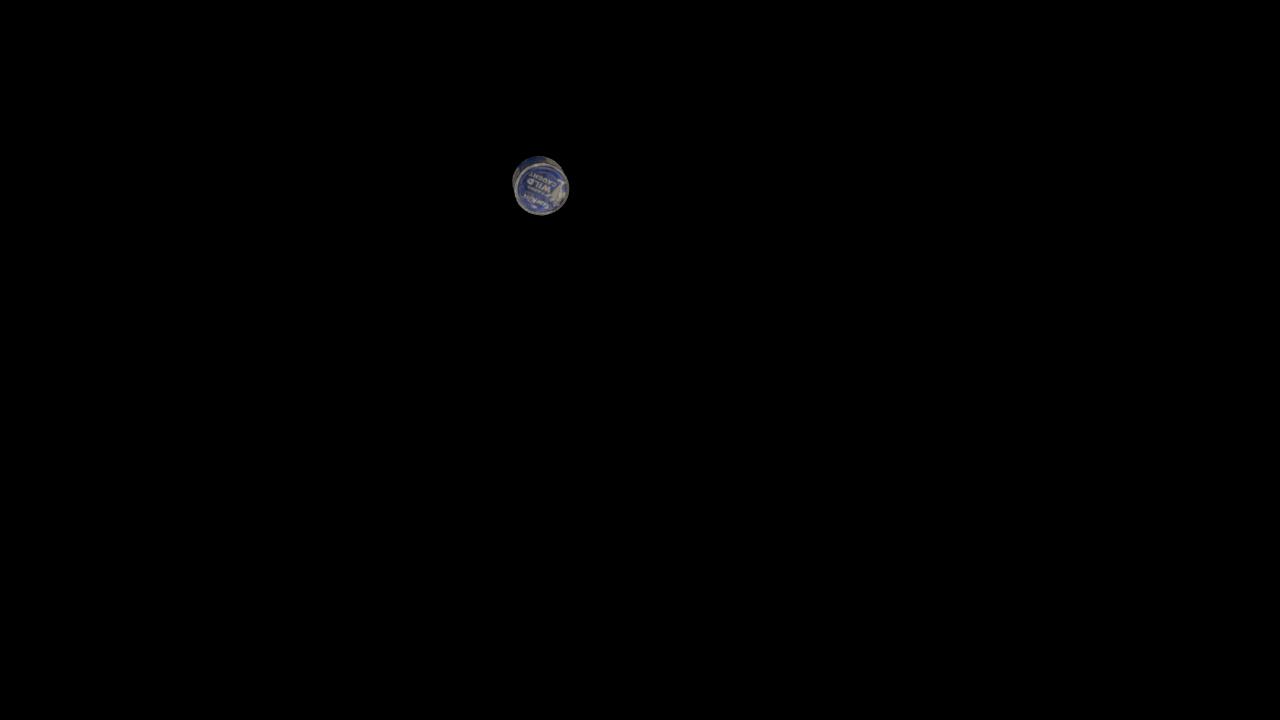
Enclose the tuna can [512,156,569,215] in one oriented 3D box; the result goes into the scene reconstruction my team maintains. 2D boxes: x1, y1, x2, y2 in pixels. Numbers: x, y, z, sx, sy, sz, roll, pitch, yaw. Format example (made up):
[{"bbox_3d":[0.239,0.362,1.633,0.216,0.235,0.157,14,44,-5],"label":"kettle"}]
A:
[{"bbox_3d":[-0.153,-0.267,0.943,0.084,0.084,0.034,0,38,-22],"label":"tuna can"}]
